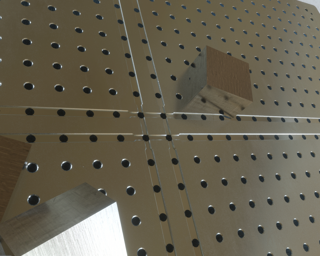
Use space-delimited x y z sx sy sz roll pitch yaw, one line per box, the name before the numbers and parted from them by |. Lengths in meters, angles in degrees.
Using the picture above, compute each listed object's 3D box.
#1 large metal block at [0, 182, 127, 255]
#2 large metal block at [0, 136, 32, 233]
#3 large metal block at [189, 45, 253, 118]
large metal block | -0.077 0.105 0.261 0.081 0.050 0.079 -24 117 -37
large metal block | -0.170 0.047 0.272 0.081 0.050 0.080 20 54 -17
large metal block | 0.095 -0.072 0.489 0.081 0.050 0.080 18 55 -19
